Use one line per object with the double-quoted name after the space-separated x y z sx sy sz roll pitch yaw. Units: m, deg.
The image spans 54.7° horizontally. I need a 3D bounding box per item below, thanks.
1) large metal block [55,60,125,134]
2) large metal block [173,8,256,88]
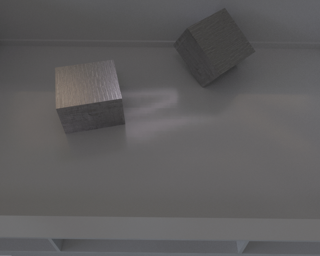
-0.096 -0.044 0.425 0.081 0.050 0.080 -10 51 -8 "large metal block"
0.081 -0.120 0.468 0.080 0.050 0.080 -35 90 -26 "large metal block"
